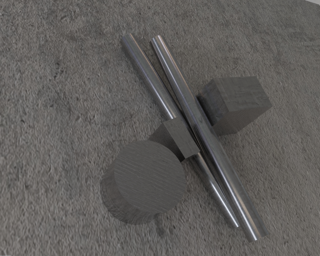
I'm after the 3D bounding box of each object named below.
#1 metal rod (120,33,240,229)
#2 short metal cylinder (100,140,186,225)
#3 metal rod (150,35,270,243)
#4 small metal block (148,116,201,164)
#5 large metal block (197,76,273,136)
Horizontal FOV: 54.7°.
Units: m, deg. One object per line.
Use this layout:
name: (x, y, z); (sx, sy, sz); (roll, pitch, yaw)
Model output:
metal rod: (0.026, -0.006, 0.420); (0.025, 0.025, 0.299); (-20, 72, -36)
short metal cylinder: (-0.019, 0.060, 0.341); (0.081, 0.050, 0.080); (14, 56, -21)
metal rod: (0.053, -0.003, 0.402); (0.025, 0.025, 0.299); (-9, 63, -32)
small metal block: (0.015, 0.022, 0.382); (0.025, 0.050, 0.050); (-22, 74, -36)
large metal block: (0.093, -0.028, 0.435); (0.081, 0.080, 0.050); (-8, 66, -32)
